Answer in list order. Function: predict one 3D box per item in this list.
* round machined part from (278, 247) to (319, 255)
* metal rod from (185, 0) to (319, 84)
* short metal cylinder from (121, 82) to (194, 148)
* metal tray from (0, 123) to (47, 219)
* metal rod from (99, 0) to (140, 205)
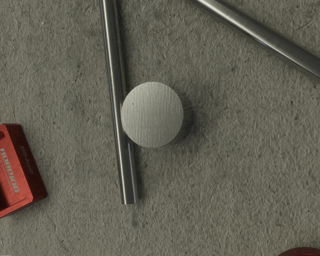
[{"bbox_3d":[0.166,0.180,0.341,0.098,0.042,0.097,0,90,20],"label":"round machined part"},{"bbox_3d":[0.105,-0.122,0.371,0.300,0.025,0.025,38,102,16],"label":"metal rod"},{"bbox_3d":[-0.002,-0.016,0.396,0.080,0.050,0.080,0,90,20],"label":"short metal cylinder"},{"bbox_3d":[-0.244,0.068,0.492,0.090,0.030,0.130,-27,81,17],"label":"metal tray"},{"bbox_3d":[-0.058,-0.047,0.429,0.025,0.025,0.298,-8,87,20],"label":"metal rod"}]
